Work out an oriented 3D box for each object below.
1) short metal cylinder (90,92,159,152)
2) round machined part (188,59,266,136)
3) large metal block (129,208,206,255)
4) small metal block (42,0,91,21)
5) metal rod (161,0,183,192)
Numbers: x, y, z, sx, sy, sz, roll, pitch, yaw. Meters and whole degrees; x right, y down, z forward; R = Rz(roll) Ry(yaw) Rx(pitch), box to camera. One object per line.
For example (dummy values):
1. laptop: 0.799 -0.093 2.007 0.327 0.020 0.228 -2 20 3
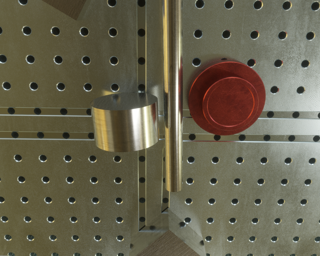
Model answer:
1. short metal cylinder: -0.042 -0.010 0.380 0.081 0.080 0.050 -2 110 0
2. round machined part: 0.085 -0.035 0.393 0.099 0.042 0.097 0 110 -1
3. large metal block: 0.011 0.183 0.468 0.080 0.050 0.080 -42 105 13
4. small metal block: -0.104 -0.159 0.353 0.050 0.025 0.050 29 107 -11
5. metal rod: 0.017 -0.054 0.393 0.025 0.025 0.298 -2 110 0
